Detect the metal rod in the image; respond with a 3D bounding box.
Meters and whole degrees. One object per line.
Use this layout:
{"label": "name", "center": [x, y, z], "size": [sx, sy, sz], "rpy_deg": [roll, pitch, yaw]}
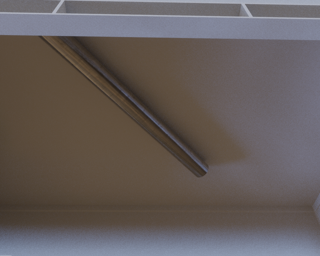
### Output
{"label": "metal rod", "center": [-0.032, -0.025, 0.387], "size": [0.025, 0.025, 0.300], "rpy_deg": [-32, 124, 24]}
